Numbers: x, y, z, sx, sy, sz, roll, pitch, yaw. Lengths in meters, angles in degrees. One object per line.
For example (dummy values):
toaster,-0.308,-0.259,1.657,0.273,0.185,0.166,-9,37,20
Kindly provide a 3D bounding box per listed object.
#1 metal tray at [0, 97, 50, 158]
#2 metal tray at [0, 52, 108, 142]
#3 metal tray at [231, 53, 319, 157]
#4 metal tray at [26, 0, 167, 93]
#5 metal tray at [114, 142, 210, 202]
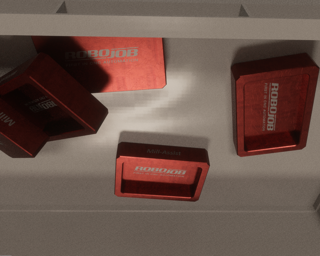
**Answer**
metal tray,-0.202,-0.015,0.355,0.090,0.030,0.130,-7,135,49
metal tray,-0.131,-0.026,0.344,0.130,0.030,0.090,-9,137,44
metal tray,0.138,-0.023,0.388,0.090,0.030,0.129,-8,130,6
metal tray,-0.061,-0.084,0.334,0.131,0.030,0.089,-4,130,2
metal tray,0.000,0.068,0.463,0.131,0.030,0.089,5,130,-5
